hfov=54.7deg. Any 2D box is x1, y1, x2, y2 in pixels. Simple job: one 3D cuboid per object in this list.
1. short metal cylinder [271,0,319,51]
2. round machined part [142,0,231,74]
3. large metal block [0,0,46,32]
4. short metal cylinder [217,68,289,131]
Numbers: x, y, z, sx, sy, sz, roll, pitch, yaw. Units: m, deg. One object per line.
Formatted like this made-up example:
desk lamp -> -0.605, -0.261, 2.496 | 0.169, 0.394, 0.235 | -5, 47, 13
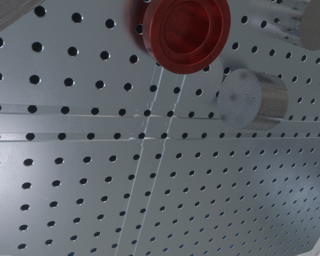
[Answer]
short metal cylinder -> 0.197, -0.149, 0.410 | 0.081, 0.050, 0.079 | -14, 124, -21
round machined part -> 0.026, -0.113, 0.344 | 0.099, 0.042, 0.097 | -14, 124, -21
large metal block -> -0.124, -0.137, 0.243 | 0.080, 0.050, 0.080 | -37, 129, -4
short metal cylinder -> 0.124, -0.037, 0.420 | 0.050, 0.080, 0.079 | 4, 117, -30
